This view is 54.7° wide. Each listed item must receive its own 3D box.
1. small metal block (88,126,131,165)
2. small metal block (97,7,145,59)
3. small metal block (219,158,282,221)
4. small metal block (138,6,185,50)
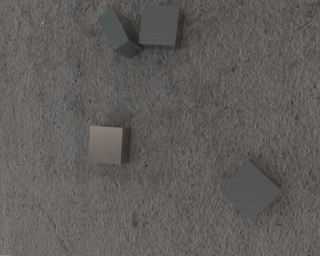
[{"bbox_3d":[-0.070,0.023,0.434,0.050,0.025,0.050,4,91,20],"label":"small metal block"},{"bbox_3d":[-0.051,-0.125,0.414,0.025,0.050,0.050,-29,81,18],"label":"small metal block"},{"bbox_3d":[0.108,0.072,0.371,0.050,0.025,0.050,44,104,14],"label":"small metal block"},{"bbox_3d":[0.003,-0.132,0.408,0.050,0.025,0.050,8,93,19],"label":"small metal block"}]
